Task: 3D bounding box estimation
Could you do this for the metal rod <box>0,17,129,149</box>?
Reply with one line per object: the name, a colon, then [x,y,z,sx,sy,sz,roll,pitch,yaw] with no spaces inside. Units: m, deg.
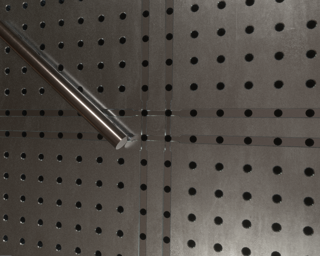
metal rod: [-0.161,-0.076,0.467,0.300,0.025,0.025,42,103,15]
